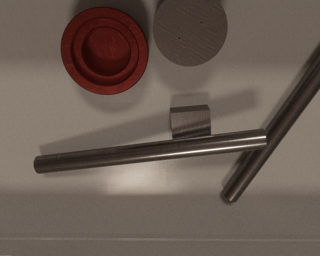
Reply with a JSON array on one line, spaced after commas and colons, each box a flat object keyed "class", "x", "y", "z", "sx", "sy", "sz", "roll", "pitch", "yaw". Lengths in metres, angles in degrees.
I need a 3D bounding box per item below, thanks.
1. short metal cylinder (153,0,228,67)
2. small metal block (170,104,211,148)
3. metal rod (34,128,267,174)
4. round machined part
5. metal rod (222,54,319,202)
[{"class": "short metal cylinder", "x": 0.032, "y": -0.115, "z": 0.356, "sx": 0.081, "sy": 0.050, "sz": 0.079, "roll": 0, "pitch": 110, "yaw": -1}, {"class": "small metal block", "x": 0.041, "y": -0.002, "z": 0.411, "sx": 0.050, "sy": 0.025, "sz": 0.050, "roll": -5, "pitch": 110, "yaw": 1}, {"class": "metal rod", "x": -0.020, "y": 0.032, "z": 0.401, "sx": 0.301, "sy": 0.025, "sz": 0.025, "roll": -7, "pitch": 110, "yaw": 10}, {"class": "round machined part", "x": -0.062, "y": -0.092, "z": 0.368, "sx": 0.099, "sy": 0.042, "sz": 0.097, "roll": 0, "pitch": 110, "yaw": -1}, {"class": "metal rod", "x": 0.173, "y": -0.024, "z": 0.404, "sx": 0.025, "sy": 0.025, "sz": 0.298, "roll": 27, "pitch": 108, "yaw": -10}]
